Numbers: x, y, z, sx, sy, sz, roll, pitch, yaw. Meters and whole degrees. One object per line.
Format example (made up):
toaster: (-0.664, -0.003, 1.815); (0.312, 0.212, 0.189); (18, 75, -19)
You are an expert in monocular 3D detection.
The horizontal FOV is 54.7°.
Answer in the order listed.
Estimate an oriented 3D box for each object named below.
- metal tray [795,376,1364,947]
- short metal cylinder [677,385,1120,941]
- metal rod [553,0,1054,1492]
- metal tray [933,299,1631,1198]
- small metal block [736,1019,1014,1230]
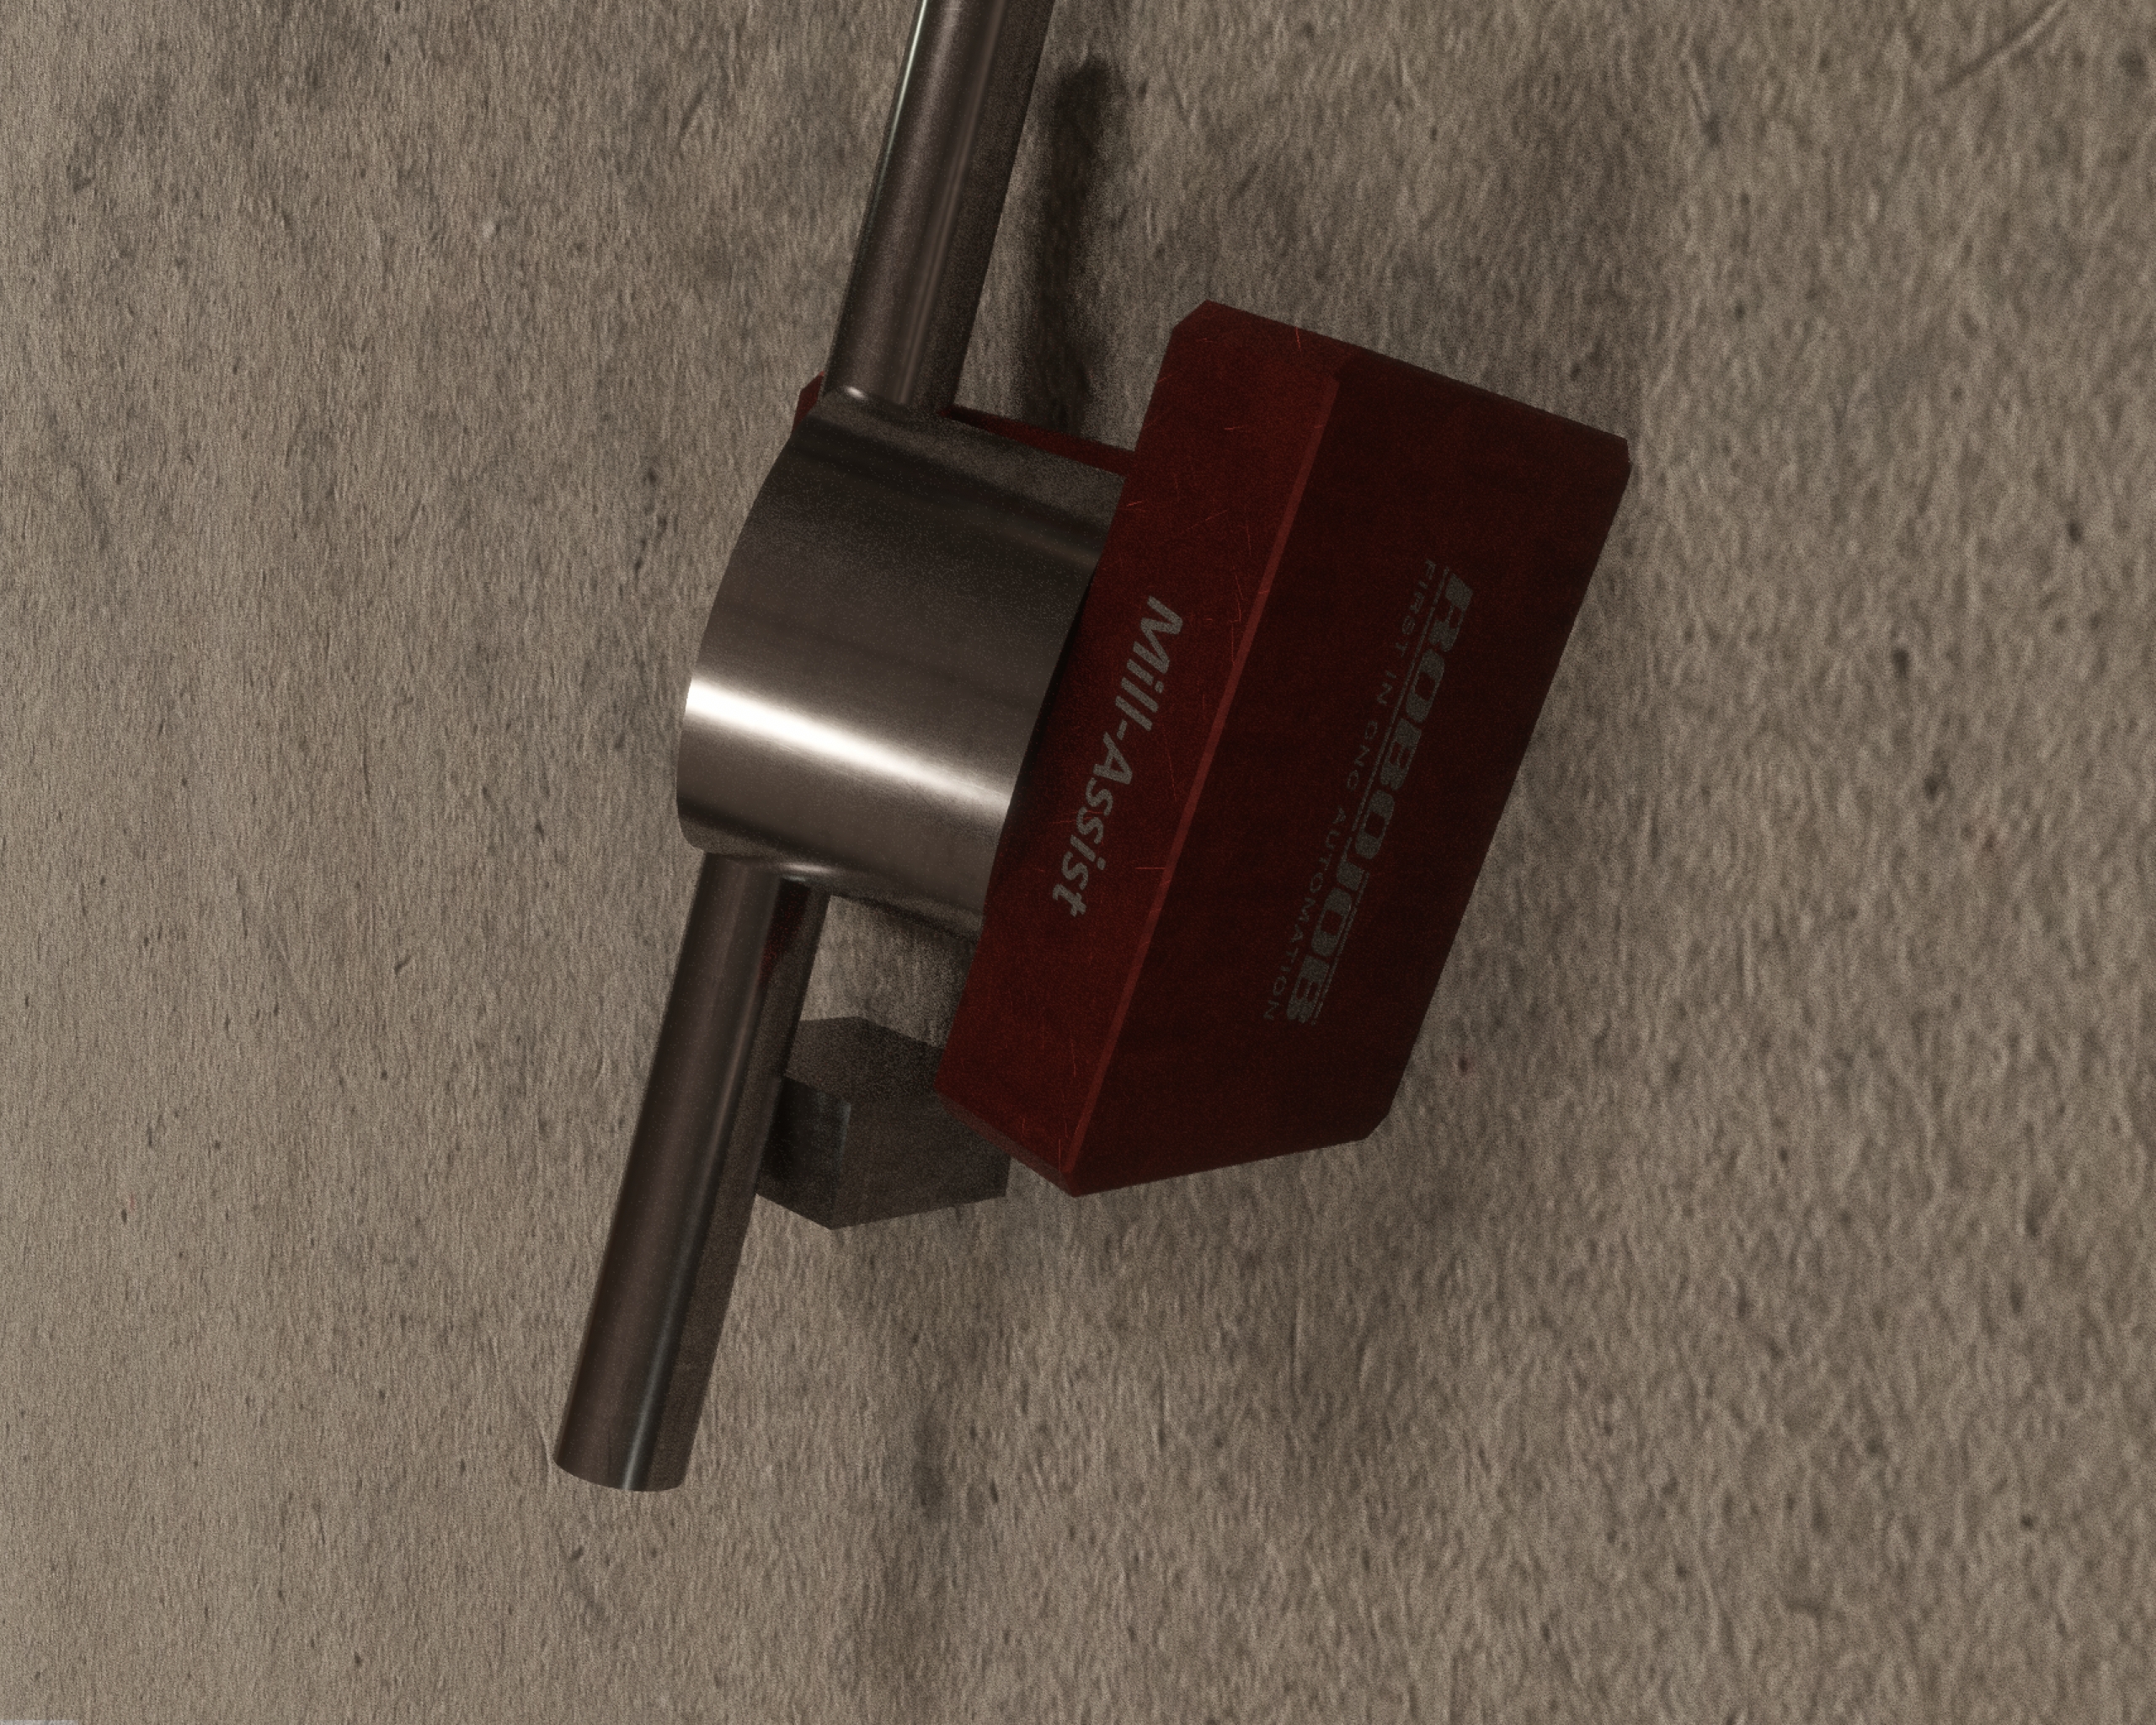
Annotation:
metal tray: (-0.010, -0.039, 0.409); (0.130, 0.030, 0.089); (23, 105, 37)
short metal cylinder: (-0.025, -0.032, 0.342); (0.050, 0.080, 0.079); (19, 105, 4)
metal rod: (-0.051, -0.030, 0.395); (0.025, 0.025, 0.298); (14, 90, 39)
metal tray: (0.035, -0.015, 0.334); (0.030, 0.091, 0.129); (29, 108, 36)
small metal block: (-0.047, 0.052, 0.427); (0.050, 0.050, 0.025); (17, 101, 38)
